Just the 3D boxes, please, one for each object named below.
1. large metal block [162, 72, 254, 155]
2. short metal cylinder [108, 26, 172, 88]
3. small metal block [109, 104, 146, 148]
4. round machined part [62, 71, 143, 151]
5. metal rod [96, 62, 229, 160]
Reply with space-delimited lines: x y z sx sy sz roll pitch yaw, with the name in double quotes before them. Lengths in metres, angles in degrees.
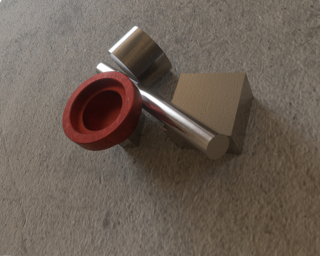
"large metal block" 0.059 -0.018 0.369 0.080 0.050 0.080 5 64 30
"short metal cylinder" -0.029 -0.097 0.443 0.050 0.080 0.080 -45 51 -3
"small metal block" -0.046 -0.006 0.416 0.025 0.050 0.050 -2 61 27
"round machined part" -0.064 -0.017 0.374 0.098 0.042 0.098 -12 58 21
"metal rod" -0.021 -0.040 0.391 0.025 0.025 0.300 -46 37 -4
